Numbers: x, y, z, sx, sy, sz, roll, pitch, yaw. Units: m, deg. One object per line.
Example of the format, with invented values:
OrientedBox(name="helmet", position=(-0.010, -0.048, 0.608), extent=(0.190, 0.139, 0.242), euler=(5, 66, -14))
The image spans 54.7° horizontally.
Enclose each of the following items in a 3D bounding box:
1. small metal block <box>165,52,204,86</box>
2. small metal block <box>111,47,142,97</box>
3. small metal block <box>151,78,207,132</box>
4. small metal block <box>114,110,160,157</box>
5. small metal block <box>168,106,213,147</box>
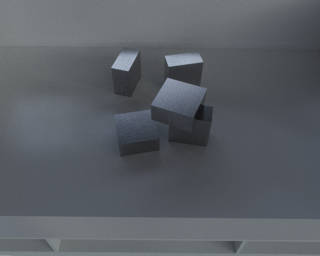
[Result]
OrientedBox(name="small metal block", position=(0.034, -0.082, 0.458), extent=(0.050, 0.050, 0.025), euler=(-9, 51, -8))
OrientedBox(name="small metal block", position=(-0.048, -0.082, 0.457), extent=(0.025, 0.050, 0.050), euler=(13, 51, 10))
OrientedBox(name="small metal block", position=(0.023, -0.028, 0.364), extent=(0.050, 0.025, 0.050), euler=(18, 52, 14))
OrientedBox(name="small metal block", position=(-0.030, 0.006, 0.400), extent=(0.050, 0.025, 0.050), euler=(-9, 51, -8))
OrientedBox(name="small metal block", position=(0.038, -0.004, 0.393), extent=(0.050, 0.050, 0.025), euler=(8, 51, 6))
